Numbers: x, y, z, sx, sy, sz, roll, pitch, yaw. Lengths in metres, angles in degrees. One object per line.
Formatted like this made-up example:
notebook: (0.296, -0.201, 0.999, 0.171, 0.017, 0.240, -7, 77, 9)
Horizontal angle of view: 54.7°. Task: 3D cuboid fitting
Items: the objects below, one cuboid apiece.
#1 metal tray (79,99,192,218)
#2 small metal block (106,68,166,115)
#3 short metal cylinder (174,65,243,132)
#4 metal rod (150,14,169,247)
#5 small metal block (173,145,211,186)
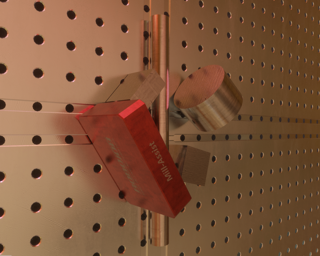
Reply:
metal tray: (-0.028, 0.034, 0.344, 0.030, 0.090, 0.129, -40, 115, -33)
small metal block: (-0.029, -0.042, 0.369, 0.025, 0.050, 0.050, 49, 61, -29)
short metal cylinder: (0.067, -0.041, 0.431, 0.050, 0.080, 0.080, 46, 63, -31)
metal rod: (-0.001, 0.003, 0.410, 0.025, 0.025, 0.298, 0, 90, -40)
small metal block: (0.043, 0.054, 0.449, 0.050, 0.025, 0.050, 19, 78, -39)
